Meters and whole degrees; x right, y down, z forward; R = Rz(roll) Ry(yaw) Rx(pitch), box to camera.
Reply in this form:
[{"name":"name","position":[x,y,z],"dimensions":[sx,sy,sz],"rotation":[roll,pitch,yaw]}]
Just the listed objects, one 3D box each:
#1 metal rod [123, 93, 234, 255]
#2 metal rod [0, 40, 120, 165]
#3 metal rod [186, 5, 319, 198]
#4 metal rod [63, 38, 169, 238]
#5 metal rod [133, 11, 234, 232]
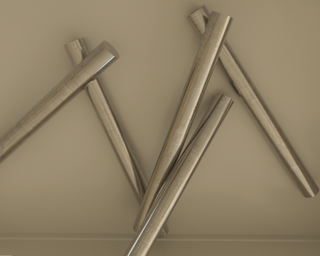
[{"name":"metal rod","position":[0.008,0.089,0.380],"dimensions":[0.025,0.025,0.299],"rotation":[32,82,-11]},{"name":"metal rod","position":[-0.168,-0.002,0.392],"dimensions":[0.300,0.025,0.025],"rotation":[-37,106,18]},{"name":"metal rod","position":[0.129,-0.023,0.403],"dimensions":[0.025,0.025,0.300],"rotation":[-34,107,12]},{"name":"metal rod","position":[-0.051,0.027,0.420],"dimensions":[0.025,0.025,0.299],"rotation":[-20,109,7]},{"name":"metal rod","position":[0.021,0.009,0.386],"dimensions":[0.025,0.025,0.298],"rotation":[17,109,-7]}]
